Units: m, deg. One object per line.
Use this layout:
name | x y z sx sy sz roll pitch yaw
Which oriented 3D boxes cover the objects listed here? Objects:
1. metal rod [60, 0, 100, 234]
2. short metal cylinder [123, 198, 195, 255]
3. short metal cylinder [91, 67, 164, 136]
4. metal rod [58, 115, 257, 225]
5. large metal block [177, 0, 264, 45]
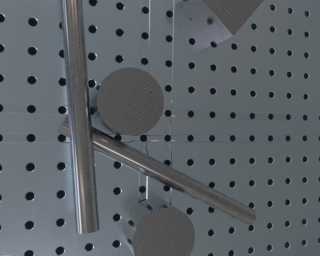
metal rod | -0.094 -0.035 0.356 0.025 0.025 0.298 -3 83 -20
short metal cylinder | -0.002 0.136 0.399 0.081 0.050 0.079 0 90 -20
short metal cylinder | -0.041 -0.031 0.384 0.081 0.050 0.079 0 90 -20
metal rod | 0.010 0.064 0.416 0.301 0.025 0.025 29 81 -18
large metal block | 0.086 -0.178 0.431 0.080 0.050 0.080 44 76 -15
